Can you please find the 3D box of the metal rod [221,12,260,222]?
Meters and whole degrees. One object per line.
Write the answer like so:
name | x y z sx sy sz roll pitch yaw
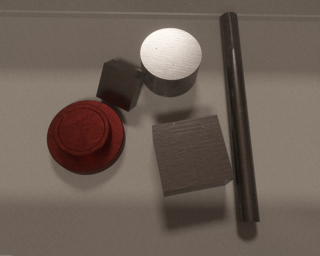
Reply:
metal rod | 0.106 -0.028 0.421 0.025 0.025 0.299 0 70 -1

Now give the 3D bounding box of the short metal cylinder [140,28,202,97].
short metal cylinder | 0.014 -0.089 0.428 0.081 0.050 0.080 1 69 -2

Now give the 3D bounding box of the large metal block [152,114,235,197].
large metal block | 0.037 0.035 0.384 0.081 0.050 0.080 -10 70 -4

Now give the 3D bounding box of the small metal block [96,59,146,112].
small metal block | -0.053 -0.057 0.415 0.050 0.050 0.025 26 30 9

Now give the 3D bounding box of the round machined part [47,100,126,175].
round machined part | -0.095 0.008 0.397 0.099 0.042 0.098 0 70 -1
